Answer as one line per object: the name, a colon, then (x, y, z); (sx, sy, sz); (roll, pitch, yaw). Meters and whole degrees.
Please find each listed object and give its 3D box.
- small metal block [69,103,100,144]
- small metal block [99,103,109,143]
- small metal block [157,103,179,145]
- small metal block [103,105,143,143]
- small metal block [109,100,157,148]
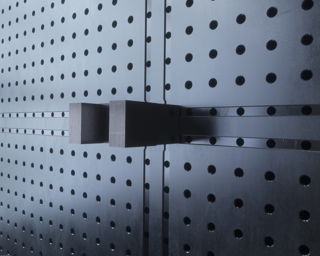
small metal block: (-0.088, -0.006, 0.397); (0.025, 0.050, 0.050); (1, 90, 40)
small metal block: (-0.050, -0.006, 0.384); (0.050, 0.025, 0.050); (1, 91, 39)
small metal block: (-0.001, -0.005, 0.391); (0.025, 0.050, 0.050); (-1, 90, 40)
small metal block: (-0.051, -0.005, 0.432); (0.025, 0.050, 0.050); (1, 91, 40)
small metal block: (-0.029, -0.004, 0.348); (0.025, 0.050, 0.050); (1, 90, 40)
